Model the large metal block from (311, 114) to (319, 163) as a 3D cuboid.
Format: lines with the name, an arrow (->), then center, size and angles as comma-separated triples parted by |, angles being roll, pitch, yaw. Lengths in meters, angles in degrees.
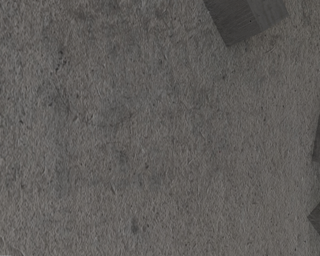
large metal block -> 0.297, 0.021, 0.489 | 0.050, 0.080, 0.080 | 13, 86, -20

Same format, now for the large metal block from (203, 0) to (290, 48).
large metal block -> 0.113, -0.166, 0.421 | 0.050, 0.080, 0.080 | -33, 101, -17

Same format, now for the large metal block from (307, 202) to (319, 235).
large metal block -> 0.305, 0.153, 0.508 | 0.080, 0.050, 0.080 | -41, 103, -15
